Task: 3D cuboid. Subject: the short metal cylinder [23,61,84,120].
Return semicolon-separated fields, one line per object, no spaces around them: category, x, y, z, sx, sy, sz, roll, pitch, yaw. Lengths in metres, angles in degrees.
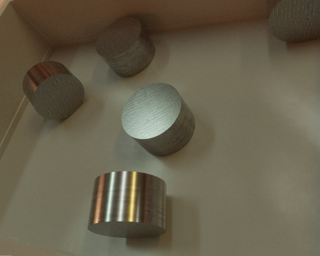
short metal cylinder;-0.169;-0.060;0.494;0.080;0.080;0.050;-45;51;-3

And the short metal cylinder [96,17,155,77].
short metal cylinder;-0.055;-0.129;0.496;0.080;0.050;0.080;-13;56;20

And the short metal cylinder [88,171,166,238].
short metal cylinder;-0.034;0.085;0.335;0.080;0.080;0.050;-12;57;21

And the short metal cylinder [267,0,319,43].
short metal cylinder;0.171;-0.149;0.372;0.080;0.080;0.050;-7;59;24

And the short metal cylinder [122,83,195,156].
short metal cylinder;-0.001;-0.011;0.396;0.080;0.050;0.080;-13;56;20
